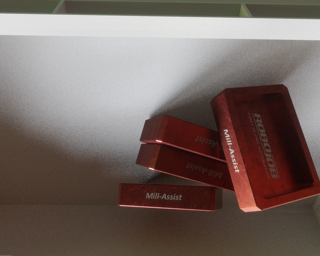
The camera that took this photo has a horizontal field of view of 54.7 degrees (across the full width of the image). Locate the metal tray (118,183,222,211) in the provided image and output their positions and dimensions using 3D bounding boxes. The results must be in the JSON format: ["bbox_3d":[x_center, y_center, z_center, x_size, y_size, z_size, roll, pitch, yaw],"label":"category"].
[{"bbox_3d":[0.018,0.097,0.440,0.130,0.030,0.090,-1,168,17],"label":"metal tray"}]

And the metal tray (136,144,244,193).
[{"bbox_3d":[0.041,0.053,0.411,0.131,0.090,0.030,17,83,-14],"label":"metal tray"}]

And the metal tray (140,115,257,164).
[{"bbox_3d":[0.048,0.020,0.388,0.131,0.030,0.090,18,173,-15],"label":"metal tray"}]

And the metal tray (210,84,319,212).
[{"bbox_3d":[0.117,0.018,0.344,0.091,0.129,0.030,-7,165,-23],"label":"metal tray"}]
